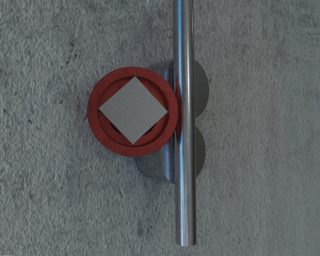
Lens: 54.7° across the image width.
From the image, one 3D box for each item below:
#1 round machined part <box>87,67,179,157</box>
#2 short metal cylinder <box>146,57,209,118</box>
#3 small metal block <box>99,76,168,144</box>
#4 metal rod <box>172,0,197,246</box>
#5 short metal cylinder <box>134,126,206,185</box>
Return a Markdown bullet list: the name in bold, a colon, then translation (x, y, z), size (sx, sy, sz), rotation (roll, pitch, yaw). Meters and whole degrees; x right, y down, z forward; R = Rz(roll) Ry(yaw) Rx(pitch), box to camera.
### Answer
- **round machined part**: translation (-0.031, -0.017, 0.352), size (0.099, 0.042, 0.097), rotation (0, 88, -11)
- **short metal cylinder**: translation (0.019, -0.050, 0.406), size (0.081, 0.050, 0.079), rotation (0, 90, -40)
- **small metal block**: translation (-0.029, -0.018, 0.329), size (0.050, 0.025, 0.050), rotation (-44, 96, -10)
- **metal rod**: translation (0.029, -0.014, 0.366), size (0.025, 0.025, 0.298), rotation (-1, 91, -40)
- **short metal cylinder**: translation (0.013, 0.031, 0.400), size (0.081, 0.050, 0.080), rotation (1, 89, -40)
